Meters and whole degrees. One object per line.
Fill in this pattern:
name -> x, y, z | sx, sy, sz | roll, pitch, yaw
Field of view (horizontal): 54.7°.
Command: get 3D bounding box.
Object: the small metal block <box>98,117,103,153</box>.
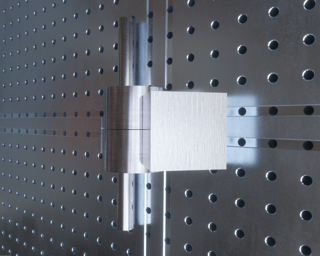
small metal block -> -0.075, 0.010, 0.452 | 0.050, 0.025, 0.050 | 180, 91, -75

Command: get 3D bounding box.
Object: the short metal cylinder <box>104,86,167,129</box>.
short metal cylinder -> -0.031, -0.024, 0.393 | 0.080, 0.081, 0.050 | 1, 91, 40

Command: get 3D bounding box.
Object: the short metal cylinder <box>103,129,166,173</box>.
short metal cylinder -> -0.031, 0.027, 0.394 | 0.080, 0.081, 0.050 | 1, 91, 40

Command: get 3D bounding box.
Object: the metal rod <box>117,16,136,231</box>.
metal rod -> -0.048, -0.006, 0.443 | 0.025, 0.025, 0.298 | 1, 90, 40

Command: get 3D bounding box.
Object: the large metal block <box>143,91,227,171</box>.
large metal block -> 0.025, 0.003, 0.338 | 0.050, 0.081, 0.079 | -175, 85, -78
